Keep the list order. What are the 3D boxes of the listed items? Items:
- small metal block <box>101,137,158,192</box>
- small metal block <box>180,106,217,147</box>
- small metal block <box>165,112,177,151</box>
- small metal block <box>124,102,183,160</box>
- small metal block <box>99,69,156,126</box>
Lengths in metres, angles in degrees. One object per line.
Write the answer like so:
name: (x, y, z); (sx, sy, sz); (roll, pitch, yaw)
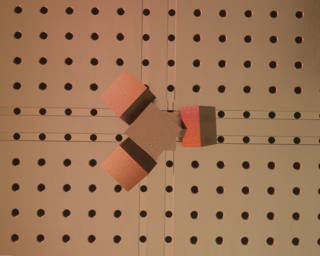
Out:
small metal block: (-0.040, 0.047, 0.400); (0.050, 0.025, 0.050); (45, 127, 0)
small metal block: (0.051, -0.002, 0.398); (0.025, 0.050, 0.050); (-3, 90, 33)
small metal block: (-0.004, 0.003, 0.413); (0.050, 0.025, 0.050); (2, 93, 0)
small metal block: (-0.008, 0.004, 0.388); (0.050, 0.025, 0.050); (41, 89, -1)
small metal block: (-0.042, -0.040, 0.401); (0.050, 0.025, 0.050); (-47, 54, 0)
